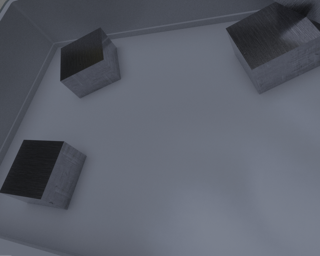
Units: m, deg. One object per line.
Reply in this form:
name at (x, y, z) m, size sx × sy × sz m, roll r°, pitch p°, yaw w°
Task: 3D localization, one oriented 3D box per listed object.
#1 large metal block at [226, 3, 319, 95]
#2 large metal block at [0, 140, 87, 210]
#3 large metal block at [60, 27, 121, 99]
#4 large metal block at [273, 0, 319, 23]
large metal block at (0.138, -0.101, 0.379) m, size 0.080 × 0.050 × 0.080 m, roll -26°, pitch 53°, yaw 12°
large metal block at (-0.162, 0.064, 0.436) m, size 0.080 × 0.050 × 0.080 m, roll 1°, pitch 62°, yaw 28°
large metal block at (-0.117, -0.108, 0.518) m, size 0.080 × 0.050 × 0.080 m, roll -23°, pitch 53°, yaw 14°
large metal block at (0.179, -0.166, 0.331) m, size 0.080 × 0.080 × 0.050 m, roll 20°, pitch 53°, yaw -12°
